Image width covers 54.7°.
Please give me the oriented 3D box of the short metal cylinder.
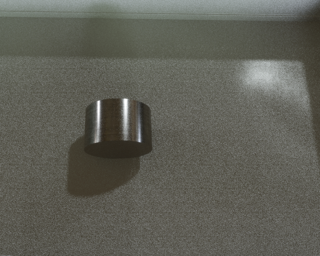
[{"bbox_3d":[-0.051,0.003,0.379,0.081,0.080,0.050,-2,70,-1],"label":"short metal cylinder"}]
